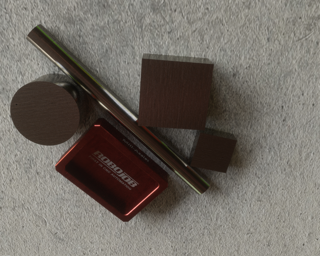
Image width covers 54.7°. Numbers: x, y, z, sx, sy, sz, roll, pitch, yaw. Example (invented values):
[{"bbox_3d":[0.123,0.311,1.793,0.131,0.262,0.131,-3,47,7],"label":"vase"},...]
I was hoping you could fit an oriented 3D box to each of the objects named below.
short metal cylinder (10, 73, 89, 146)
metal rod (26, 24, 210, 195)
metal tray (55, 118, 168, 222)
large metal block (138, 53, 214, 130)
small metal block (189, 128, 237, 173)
[{"bbox_3d":[-0.135,-0.024,0.387,0.081,0.050,0.079,0,110,-1],"label":"short metal cylinder"},{"bbox_3d":[-0.044,-0.014,0.404,0.025,0.025,0.300,-43,105,14],"label":"metal rod"},{"bbox_3d":[-0.064,0.060,0.430,0.130,0.030,0.090,42,104,-14],"label":"metal tray"},{"bbox_3d":[0.017,-0.046,0.381,0.081,0.050,0.079,4,110,-2],"label":"large metal block"},{"bbox_3d":[0.071,0.029,0.423,0.050,0.025,0.050,12,110,-5],"label":"small metal block"}]
